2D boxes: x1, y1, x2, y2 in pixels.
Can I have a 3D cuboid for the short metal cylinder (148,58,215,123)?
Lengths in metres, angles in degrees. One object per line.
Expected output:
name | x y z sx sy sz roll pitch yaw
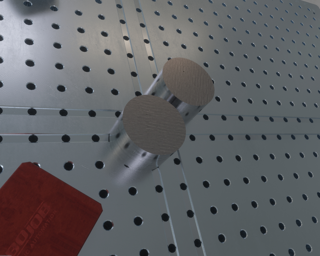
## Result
short metal cylinder | 0.029 -0.052 0.440 0.081 0.050 0.080 14 56 -21

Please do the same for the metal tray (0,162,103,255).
metal tray | -0.122 0.106 0.275 0.090 0.030 0.130 33 51 -7

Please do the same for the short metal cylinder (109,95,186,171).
short metal cylinder | -0.016 0.006 0.380 0.081 0.050 0.080 13 56 -21
